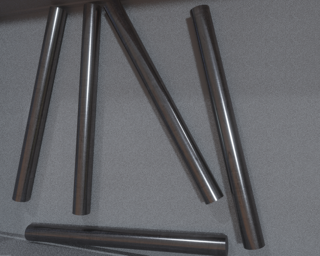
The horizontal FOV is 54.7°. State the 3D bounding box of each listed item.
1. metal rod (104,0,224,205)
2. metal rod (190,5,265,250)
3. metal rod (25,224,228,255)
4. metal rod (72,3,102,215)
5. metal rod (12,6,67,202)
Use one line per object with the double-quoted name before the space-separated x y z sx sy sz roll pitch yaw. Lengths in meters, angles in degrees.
"metal rod" 0.001 -0.041 0.410 0.025 0.025 0.299 -30 80 17
"metal rod" 0.081 -0.005 0.381 0.025 0.025 0.298 -14 85 19
"metal rod" -0.059 0.154 0.431 0.301 0.025 0.025 -3 89 19
"metal rod" -0.106 -0.025 0.447 0.025 0.025 0.298 4 91 20
"metal rod" -0.186 -0.033 0.475 0.025 0.025 0.298 15 95 19
